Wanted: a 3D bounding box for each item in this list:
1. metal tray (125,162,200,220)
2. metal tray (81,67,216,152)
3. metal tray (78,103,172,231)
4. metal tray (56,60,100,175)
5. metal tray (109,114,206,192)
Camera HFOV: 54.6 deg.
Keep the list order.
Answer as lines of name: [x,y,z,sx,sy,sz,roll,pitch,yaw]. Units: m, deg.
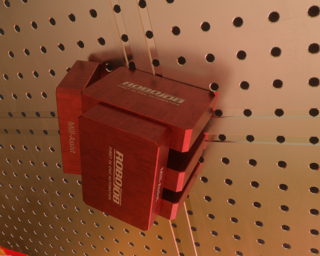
metal tray: [-0.022,0.059,0.418,0.130,0.090,0.030,19,126,16]
metal tray: [-0.012,-0.027,0.358,0.130,0.090,0.030,19,126,17]
metal tray: [-0.041,0.046,0.341,0.090,0.030,0.129,19,126,17]
metal tray: [-0.104,-0.013,0.413,0.030,0.090,0.129,7,124,-1]
metal tray: [-0.018,0.022,0.391,0.130,0.090,0.030,18,124,16]
